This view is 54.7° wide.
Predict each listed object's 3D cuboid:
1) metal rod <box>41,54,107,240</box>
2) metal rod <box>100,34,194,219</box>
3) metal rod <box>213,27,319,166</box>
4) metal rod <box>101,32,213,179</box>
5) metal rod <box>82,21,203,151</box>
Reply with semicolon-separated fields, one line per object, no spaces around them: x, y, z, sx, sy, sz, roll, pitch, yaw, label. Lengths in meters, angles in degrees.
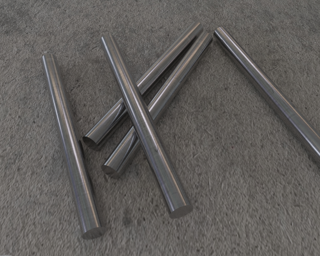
-0.121;0.000;0.402;0.025;0.025;0.300;-17;52;-14;metal rod
-0.030;-0.027;0.391;0.025;0.025;0.300;-15;52;-13;metal rod
0.156;-0.059;0.453;0.025;0.025;0.300;-16;52;-13;metal rod
0.011;-0.051;0.446;0.025;0.025;0.301;21;53;17;metal rod
-0.010;-0.080;0.469;0.025;0.025;0.301;24;54;19;metal rod
